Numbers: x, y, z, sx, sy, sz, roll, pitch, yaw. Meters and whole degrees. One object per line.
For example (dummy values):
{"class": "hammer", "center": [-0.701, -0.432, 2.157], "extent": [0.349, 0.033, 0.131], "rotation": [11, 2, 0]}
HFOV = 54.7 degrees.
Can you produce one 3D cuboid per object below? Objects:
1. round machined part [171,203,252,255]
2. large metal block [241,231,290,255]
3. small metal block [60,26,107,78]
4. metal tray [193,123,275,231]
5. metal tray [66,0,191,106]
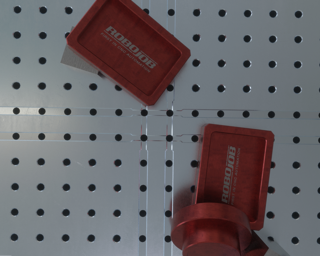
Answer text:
{"class": "round machined part", "center": [0.062, 0.137, 0.378], "extent": [0.099, 0.042, 0.097], "rotation": [3, 133, 3]}
{"class": "large metal block", "center": [0.121, 0.181, 0.387], "extent": [0.050, 0.080, 0.080], "rotation": [33, 90, 0]}
{"class": "small metal block", "center": [-0.097, -0.100, 0.412], "extent": [0.050, 0.025, 0.050], "rotation": [18, 90, 0]}
{"class": "metal tray", "center": [0.095, 0.063, 0.411], "extent": [0.091, 0.030, 0.129], "rotation": [7, 90, 0]}
{"class": "metal tray", "center": [-0.038, -0.100, 0.392], "extent": [0.130, 0.030, 0.090], "rotation": [37, 85, -13]}
